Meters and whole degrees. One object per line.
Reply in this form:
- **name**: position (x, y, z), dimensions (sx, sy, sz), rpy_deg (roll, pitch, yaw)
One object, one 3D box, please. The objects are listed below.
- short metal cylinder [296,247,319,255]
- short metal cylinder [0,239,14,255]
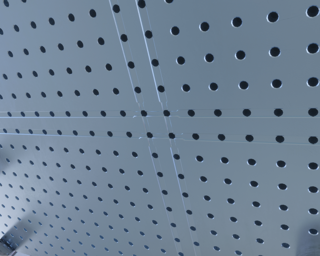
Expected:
- **short metal cylinder**: position (0.219, 0.205, 0.406), dimensions (0.080, 0.050, 0.079), rpy_deg (13, 124, 21)
- **short metal cylinder**: position (-0.438, 0.343, 0.819), dimensions (0.050, 0.080, 0.080), rpy_deg (41, 129, 0)
